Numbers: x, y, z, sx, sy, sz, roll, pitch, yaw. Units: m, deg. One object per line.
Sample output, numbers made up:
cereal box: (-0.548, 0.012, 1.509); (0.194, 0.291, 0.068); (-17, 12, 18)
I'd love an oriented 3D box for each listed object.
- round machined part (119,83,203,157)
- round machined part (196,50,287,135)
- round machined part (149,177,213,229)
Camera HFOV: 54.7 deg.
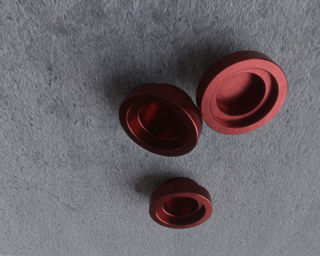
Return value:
round machined part: (0.004, -0.014, 0.370); (0.098, 0.042, 0.097); (15, 138, 15)
round machined part: (0.088, -0.043, 0.353); (0.099, 0.042, 0.097); (-6, 128, -8)
round machined part: (0.032, 0.116, 0.495); (0.099, 0.042, 0.097); (0, 130, 0)
